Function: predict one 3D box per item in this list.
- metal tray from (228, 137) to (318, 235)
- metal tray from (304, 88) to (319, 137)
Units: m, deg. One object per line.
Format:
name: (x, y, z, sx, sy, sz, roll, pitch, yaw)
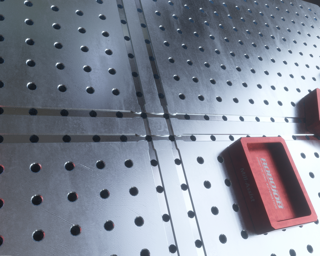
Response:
metal tray: (0.159, 0.077, 0.442, 0.091, 0.030, 0.130, 0, 62, -28)
metal tray: (0.339, -0.011, 0.592, 0.131, 0.030, 0.090, 25, 53, -13)
